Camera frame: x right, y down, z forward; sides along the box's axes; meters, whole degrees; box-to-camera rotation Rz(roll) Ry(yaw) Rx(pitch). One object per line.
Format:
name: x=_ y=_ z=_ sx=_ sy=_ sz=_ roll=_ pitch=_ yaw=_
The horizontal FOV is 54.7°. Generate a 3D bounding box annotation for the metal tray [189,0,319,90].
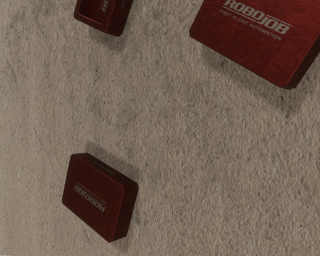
metal tray: x=0.101 y=-0.109 z=0.317 sx=0.130 sy=0.030 sz=0.089 roll=41 pitch=114 yaw=32

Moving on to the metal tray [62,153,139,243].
metal tray: x=-0.097 y=0.103 z=0.479 sx=0.130 sy=0.030 sz=0.089 roll=23 pitch=104 yaw=37

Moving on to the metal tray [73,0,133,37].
metal tray: x=-0.077 y=-0.213 z=0.462 sx=0.090 sy=0.030 sz=0.129 roll=33 pitch=110 yaw=34
